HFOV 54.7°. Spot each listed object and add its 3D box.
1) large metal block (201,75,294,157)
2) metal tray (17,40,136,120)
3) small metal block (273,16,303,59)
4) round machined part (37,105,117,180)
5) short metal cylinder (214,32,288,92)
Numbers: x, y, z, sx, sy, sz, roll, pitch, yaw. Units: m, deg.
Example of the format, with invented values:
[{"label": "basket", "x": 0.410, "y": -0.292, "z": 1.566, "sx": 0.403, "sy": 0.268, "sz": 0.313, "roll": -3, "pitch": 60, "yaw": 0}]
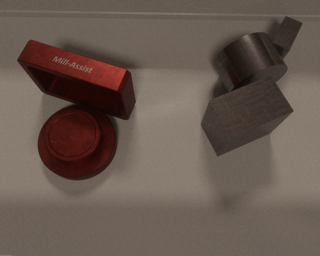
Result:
[{"label": "large metal block", "x": 0.103, "y": -0.012, "z": 0.386, "sx": 0.080, "sy": 0.080, "sz": 0.050, "roll": -23, "pitch": 72, "yaw": -8}, {"label": "metal tray", "x": -0.100, "y": -0.057, "z": 0.394, "sx": 0.131, "sy": 0.090, "sz": 0.030, "roll": 18, "pitch": 71, "yaw": 6}, {"label": "small metal block", "x": 0.173, "y": -0.121, "z": 0.443, "sx": 0.025, "sy": 0.050, "sz": 0.050, "roll": 28, "pitch": 72, "yaw": 9}, {"label": "round machined part", "x": -0.106, "y": 0.015, "z": 0.394, "sx": 0.099, "sy": 0.042, "sz": 0.098, "roll": 0, "pitch": 70, "yaw": -1}, {"label": "short metal cylinder", "x": 0.119, "y": -0.080, "z": 0.411, "sx": 0.081, "sy": 0.080, "sz": 0.050, "roll": -19, "pitch": 72, "yaw": -7}]
